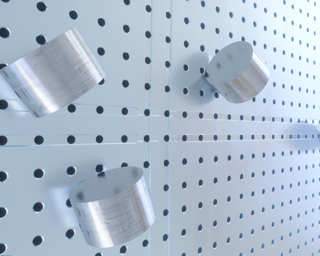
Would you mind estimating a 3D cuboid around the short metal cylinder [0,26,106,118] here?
[{"bbox_3d":[-0.099,-0.053,0.290,0.080,0.080,0.050,-45,117,-31],"label":"short metal cylinder"}]

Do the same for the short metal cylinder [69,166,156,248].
[{"bbox_3d":[-0.050,0.081,0.332,0.081,0.080,0.050,-26,106,-37],"label":"short metal cylinder"}]

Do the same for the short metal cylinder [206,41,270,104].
[{"bbox_3d":[0.117,-0.084,0.471,0.050,0.080,0.080,37,67,-34],"label":"short metal cylinder"}]
